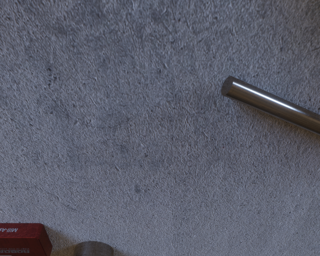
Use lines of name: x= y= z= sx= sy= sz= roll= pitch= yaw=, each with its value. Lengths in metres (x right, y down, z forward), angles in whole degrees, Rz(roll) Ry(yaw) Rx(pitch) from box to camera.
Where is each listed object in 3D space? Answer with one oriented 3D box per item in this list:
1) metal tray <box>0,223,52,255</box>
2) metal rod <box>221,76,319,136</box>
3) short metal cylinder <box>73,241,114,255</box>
metal tray: x=-0.281 y=0.218 z=0.587 sx=0.131 sy=0.030 sz=0.089 roll=0 pitch=130 yaw=-1
metal rod: x=0.215 y=-0.001 z=0.408 sx=0.302 sy=0.025 sz=0.025 roll=20 pitch=127 yaw=-16
short metal cylinder: x=-0.135 y=0.270 z=0.619 sx=0.081 sy=0.050 sz=0.079 roll=0 pitch=130 yaw=0
